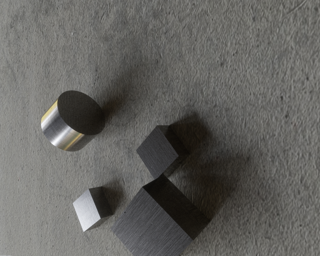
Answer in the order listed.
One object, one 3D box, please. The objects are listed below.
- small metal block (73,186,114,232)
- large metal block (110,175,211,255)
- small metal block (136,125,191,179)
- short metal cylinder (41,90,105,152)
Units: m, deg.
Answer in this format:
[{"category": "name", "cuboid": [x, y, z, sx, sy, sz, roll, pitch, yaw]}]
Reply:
[{"category": "small metal block", "cuboid": [-0.107, 0.128, 0.490, 0.050, 0.025, 0.050, -42, 65, 31]}, {"category": "large metal block", "cuboid": [-0.001, 0.118, 0.377, 0.080, 0.050, 0.080, 43, 117, 17]}, {"category": "small metal block", "cuboid": [0.003, 0.032, 0.401, 0.050, 0.025, 0.050, -50, 61, 28]}, {"category": "short metal cylinder", "cuboid": [-0.132, -0.011, 0.475, 0.050, 0.081, 0.080, -38, 67, 33]}]
